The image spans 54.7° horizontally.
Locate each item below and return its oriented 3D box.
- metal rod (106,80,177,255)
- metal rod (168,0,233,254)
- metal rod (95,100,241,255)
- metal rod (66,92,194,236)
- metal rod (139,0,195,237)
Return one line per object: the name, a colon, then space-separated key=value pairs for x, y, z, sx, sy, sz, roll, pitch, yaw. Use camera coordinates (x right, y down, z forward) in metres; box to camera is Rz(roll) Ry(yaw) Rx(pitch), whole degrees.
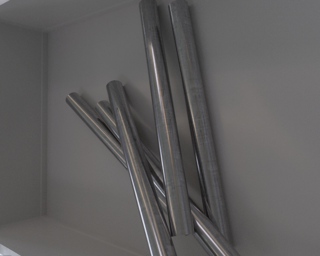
metal rod: x=-0.027 y=0.046 z=0.370 sx=0.025 sy=0.025 sz=0.300 roll=-48 pitch=43 yaw=29
metal rod: x=0.046 y=-0.008 z=0.368 sx=0.025 sy=0.025 sz=0.298 roll=-15 pitch=80 yaw=39
metal rod: x=-0.007 y=0.054 z=0.392 sx=0.300 sy=0.025 sz=0.025 roll=46 pitch=118 yaw=37
metal rod: x=-0.055 y=0.035 z=0.452 sx=0.300 sy=0.025 sz=0.025 roll=42 pitch=116 yaw=32
metal rod: x=0.003 y=-0.029 z=0.370 sx=0.025 sy=0.025 sz=0.299 roll=-24 pitch=64 yaw=37
